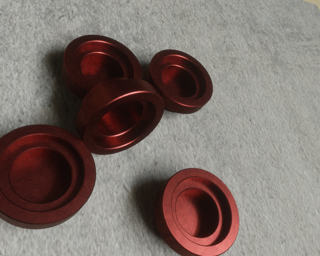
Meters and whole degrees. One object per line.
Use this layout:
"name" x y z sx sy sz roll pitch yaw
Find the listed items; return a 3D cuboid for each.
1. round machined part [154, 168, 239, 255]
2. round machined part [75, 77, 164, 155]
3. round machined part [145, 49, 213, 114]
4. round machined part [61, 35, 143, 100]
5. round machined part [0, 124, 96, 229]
"round machined part" 0.038 0.099 0.354 0.099 0.042 0.098 14 56 -21
"round machined part" -0.048 -0.018 0.345 0.099 0.097 0.042 -14 55 -34
"round machined part" 0.023 -0.061 0.445 0.099 0.042 0.098 14 56 -21
"round machined part" -0.075 -0.067 0.394 0.099 0.042 0.098 14 56 -21
"round machined part" -0.116 0.049 0.301 0.099 0.042 0.098 14 56 -21
